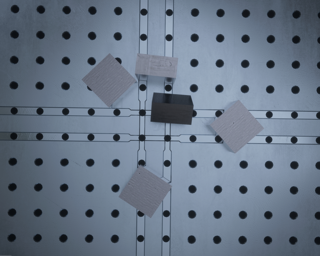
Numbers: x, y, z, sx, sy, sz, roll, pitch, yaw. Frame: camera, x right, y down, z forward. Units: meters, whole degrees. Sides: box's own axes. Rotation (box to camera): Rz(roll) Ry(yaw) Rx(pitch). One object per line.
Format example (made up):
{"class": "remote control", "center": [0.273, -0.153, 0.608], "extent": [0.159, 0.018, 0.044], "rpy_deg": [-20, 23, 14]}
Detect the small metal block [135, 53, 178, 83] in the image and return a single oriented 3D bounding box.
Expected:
{"class": "small metal block", "center": [-0.004, -0.076, 0.401], "extent": [0.050, 0.050, 0.025], "rpy_deg": [6, 90, -1]}

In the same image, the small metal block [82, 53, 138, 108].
{"class": "small metal block", "center": [-0.066, -0.062, 0.413], "extent": [0.050, 0.025, 0.050], "rpy_deg": [-44, 91, 0]}

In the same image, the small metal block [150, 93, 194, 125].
{"class": "small metal block", "center": [0.015, -0.026, 0.398], "extent": [0.050, 0.050, 0.025], "rpy_deg": [5, 110, -1]}

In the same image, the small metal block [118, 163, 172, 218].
{"class": "small metal block", "center": [-0.019, 0.082, 0.413], "extent": [0.050, 0.025, 0.050], "rpy_deg": [34, 90, -1]}

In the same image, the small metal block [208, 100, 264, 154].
{"class": "small metal block", "center": [0.100, -0.002, 0.415], "extent": [0.050, 0.025, 0.050], "rpy_deg": [-41, 91, 0]}
